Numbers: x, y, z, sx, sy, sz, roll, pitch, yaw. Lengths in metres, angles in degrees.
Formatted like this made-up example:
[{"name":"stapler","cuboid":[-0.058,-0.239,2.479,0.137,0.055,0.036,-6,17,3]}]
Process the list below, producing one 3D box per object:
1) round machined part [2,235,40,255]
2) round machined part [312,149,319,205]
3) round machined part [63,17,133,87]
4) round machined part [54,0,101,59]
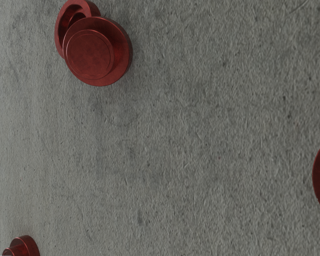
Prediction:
[{"name":"round machined part","cuboid":[-0.288,0.274,0.632,0.098,0.042,0.097,0,90,40]},{"name":"round machined part","cuboid":[0.179,0.041,0.246,0.098,0.042,0.097,0,90,40]},{"name":"round machined part","cuboid":[-0.091,-0.106,0.438,0.098,0.042,0.097,3,113,8]},{"name":"round machined part","cuboid":[-0.124,-0.154,0.496,0.098,0.042,0.097,0,90,40]}]
